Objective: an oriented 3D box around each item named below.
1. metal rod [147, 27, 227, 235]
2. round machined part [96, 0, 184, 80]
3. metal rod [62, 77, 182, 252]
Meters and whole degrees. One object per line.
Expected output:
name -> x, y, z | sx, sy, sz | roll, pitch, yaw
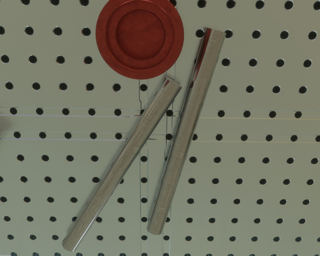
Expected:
metal rod -> 0.030, 0.018, 0.420 | 0.025, 0.025, 0.298 | 14, 110, -5
round machined part -> -0.022, -0.109, 0.364 | 0.099, 0.042, 0.097 | 0, 110, 0
metal rod -> -0.061, 0.061, 0.435 | 0.025, 0.025, 0.299 | 30, 107, -11
